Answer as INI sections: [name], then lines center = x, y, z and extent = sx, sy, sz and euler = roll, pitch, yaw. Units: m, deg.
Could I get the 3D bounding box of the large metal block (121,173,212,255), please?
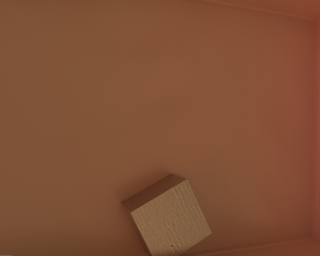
[large metal block]
center = 0.007, 0.116, 0.401
extent = 0.081, 0.050, 0.080
euler = -27, 99, -18
